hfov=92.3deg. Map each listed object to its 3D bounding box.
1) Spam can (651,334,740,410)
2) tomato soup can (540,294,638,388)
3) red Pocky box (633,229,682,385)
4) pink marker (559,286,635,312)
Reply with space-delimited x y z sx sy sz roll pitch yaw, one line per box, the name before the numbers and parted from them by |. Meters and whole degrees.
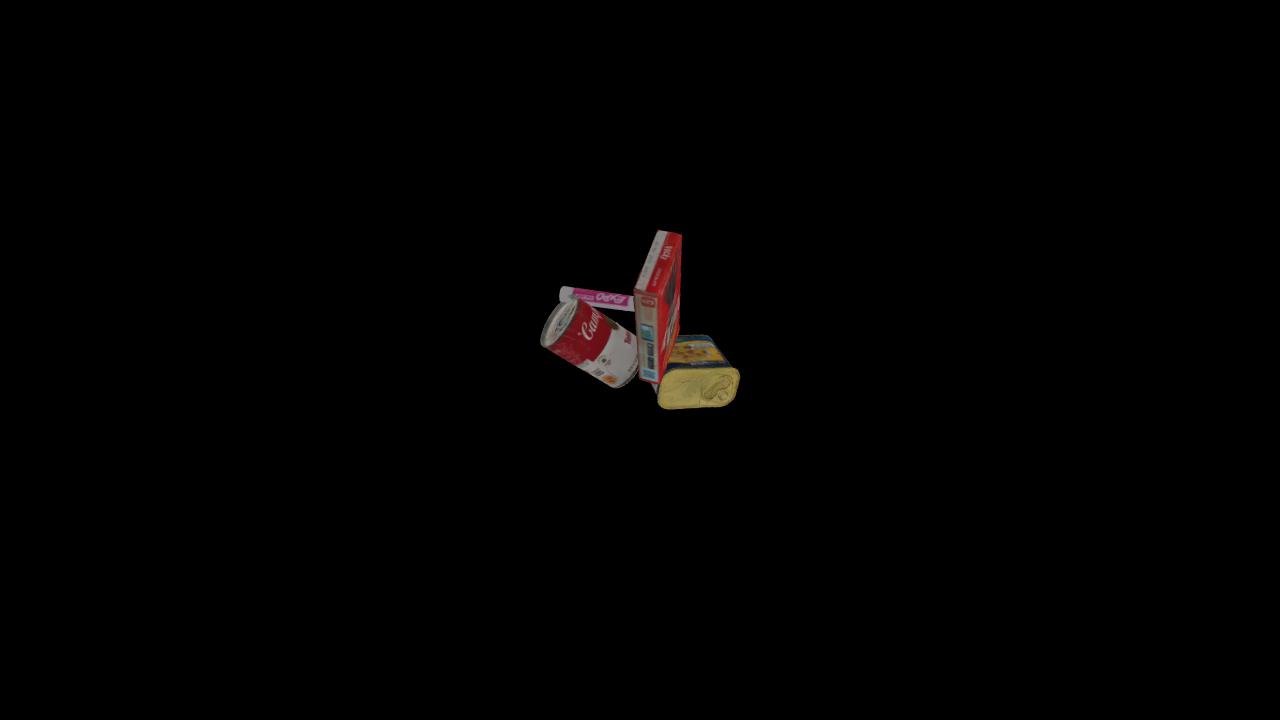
Spam can | 0.058 0.012 0.751 0.101 0.058 0.085 -1 33 -19
tomato soup can | -0.051 -0.019 0.690 0.101 0.068 0.068 33 -17 -27
red Pocky box | 0.020 -0.050 0.631 0.028 0.083 0.155 13 -33 11
pink marker | -0.030 -0.065 0.683 0.121 0.020 0.020 9 2 10
